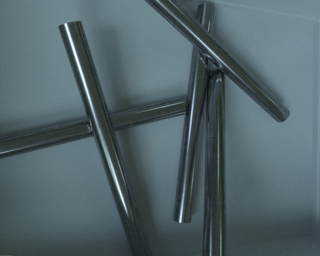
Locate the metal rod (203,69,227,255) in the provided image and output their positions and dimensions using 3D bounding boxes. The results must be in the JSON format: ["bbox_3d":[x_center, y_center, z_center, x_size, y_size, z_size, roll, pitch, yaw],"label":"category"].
[{"bbox_3d":[0.066,0.054,0.372,0.025,0.025,0.299,17,60,-20],"label":"metal rod"}]

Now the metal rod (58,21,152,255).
[{"bbox_3d":[-0.059,0.029,0.366,0.025,0.025,0.298,-20,106,-19],"label":"metal rod"}]

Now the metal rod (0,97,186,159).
[{"bbox_3d":[-0.109,0.005,0.370,0.302,0.025,0.025,-14,95,-20],"label":"metal rod"}]

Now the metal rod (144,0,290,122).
[{"bbox_3d":[0.081,-0.096,0.416,0.301,0.025,0.025,35,79,-27],"label":"metal rod"}]

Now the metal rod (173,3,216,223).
[{"bbox_3d":[0.048,-0.022,0.429,0.025,0.025,0.298,8,87,-20],"label":"metal rod"}]
